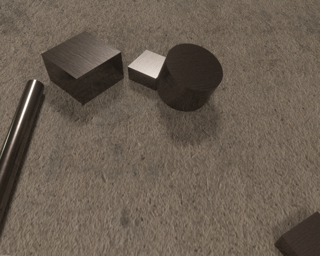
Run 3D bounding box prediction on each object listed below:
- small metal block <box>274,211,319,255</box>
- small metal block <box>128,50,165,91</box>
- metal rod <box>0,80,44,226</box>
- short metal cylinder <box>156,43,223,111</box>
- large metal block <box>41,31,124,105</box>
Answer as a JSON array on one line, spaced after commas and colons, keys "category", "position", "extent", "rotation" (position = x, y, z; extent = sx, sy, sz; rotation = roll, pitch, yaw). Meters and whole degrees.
[{"category": "small metal block", "position": [0.152, 0.119, 0.305], "extent": [0.050, 0.025, 0.050], "rotation": [-24, 54, -19]}, {"category": "small metal block", "position": [-0.014, -0.090, 0.479], "extent": [0.050, 0.025, 0.050], "rotation": [26, 55, 20]}, {"category": "metal rod", "position": [-0.179, 0.053, 0.355], "extent": [0.025, 0.025, 0.300], "rotation": [-1, 50, -1]}, {"category": "short metal cylinder", "position": [0.040, -0.070, 0.432], "extent": [0.081, 0.050, 0.080], "rotation": [8, 59, -14]}, {"category": "large metal block", "position": [-0.113, -0.092, 0.463], "extent": [0.080, 0.050, 0.080], "rotation": [35, 58, 25]}]
